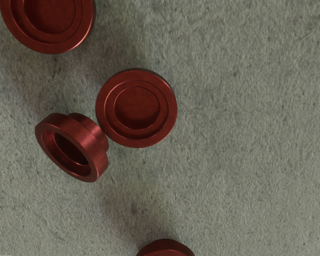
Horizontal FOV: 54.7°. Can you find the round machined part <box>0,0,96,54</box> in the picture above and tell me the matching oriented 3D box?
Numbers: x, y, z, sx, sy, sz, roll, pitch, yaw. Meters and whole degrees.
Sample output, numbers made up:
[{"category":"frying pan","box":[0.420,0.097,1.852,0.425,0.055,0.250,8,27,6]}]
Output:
[{"category":"round machined part","box":[-0.121,-0.135,0.349,0.099,0.042,0.097,0,110,-1]}]

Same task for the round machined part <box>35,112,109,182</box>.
[{"category":"round machined part","box":[-0.104,0.020,0.389,0.098,0.042,0.097,23,140,21]}]

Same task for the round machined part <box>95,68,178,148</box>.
[{"category":"round machined part","box":[-0.028,-0.027,0.390,0.099,0.042,0.097,0,110,-1]}]

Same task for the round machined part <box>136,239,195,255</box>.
[{"category":"round machined part","box":[0.008,0.212,0.479,0.099,0.042,0.097,0,110,-1]}]
